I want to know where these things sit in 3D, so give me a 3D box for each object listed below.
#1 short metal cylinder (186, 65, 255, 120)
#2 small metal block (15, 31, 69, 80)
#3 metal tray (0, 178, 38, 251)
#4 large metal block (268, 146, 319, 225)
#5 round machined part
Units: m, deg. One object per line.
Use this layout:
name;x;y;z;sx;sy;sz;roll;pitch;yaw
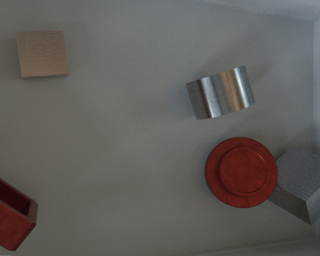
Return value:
short metal cylinder;0.080;-0.047;0.412;0.081;0.080;0.050;-20;97;-19
small metal block;-0.136;-0.084;0.360;0.050;0.025;0.050;-8;93;-20
metal tray;-0.186;0.061;0.307;0.130;0.090;0.030;40;77;-16
large metal block;0.208;0.080;0.454;0.080;0.080;0.050;-36;121;-17
round machined part;0.113;0.060;0.426;0.099;0.042;0.098;0;79;1
